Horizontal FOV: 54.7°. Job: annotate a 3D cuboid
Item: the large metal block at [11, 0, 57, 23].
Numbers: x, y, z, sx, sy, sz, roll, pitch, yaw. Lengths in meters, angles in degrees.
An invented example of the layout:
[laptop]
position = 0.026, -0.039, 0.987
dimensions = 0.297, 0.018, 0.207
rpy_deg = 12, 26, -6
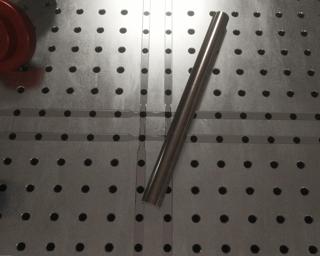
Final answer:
[large metal block]
position = -0.222, -0.202, 0.470
dimensions = 0.080, 0.050, 0.080
rpy_deg = 37, 74, 12

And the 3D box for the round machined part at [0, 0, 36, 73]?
[round machined part]
position = -0.224, -0.123, 0.418
dimensions = 0.099, 0.042, 0.097
rpy_deg = 3, 109, 8

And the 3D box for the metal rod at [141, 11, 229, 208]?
[metal rod]
position = 0.041, -0.038, 0.426
dimensions = 0.025, 0.025, 0.300
rpy_deg = 20, 71, 6
